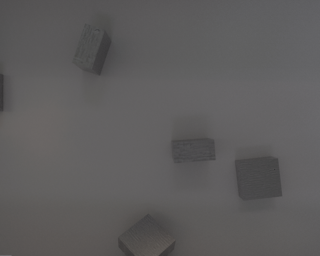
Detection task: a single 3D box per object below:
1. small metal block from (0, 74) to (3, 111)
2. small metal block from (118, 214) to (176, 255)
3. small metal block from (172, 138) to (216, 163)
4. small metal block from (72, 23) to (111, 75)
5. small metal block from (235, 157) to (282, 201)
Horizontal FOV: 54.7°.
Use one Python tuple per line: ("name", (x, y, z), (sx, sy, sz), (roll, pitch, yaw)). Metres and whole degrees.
("small metal block", (-0.239, -0.048, 0.409), (0.050, 0.025, 0.050), (0, 90, 0))
("small metal block", (-0.017, 0.145, 0.389), (0.050, 0.025, 0.050), (-31, 53, -33))
("small metal block", (0.041, 0.028, 0.399), (0.050, 0.050, 0.025), (-4, 90, 0))
("small metal block", (-0.086, -0.099, 0.398), (0.025, 0.050, 0.050), (19, 90, 0))
("small metal block", (0.130, 0.066, 0.412), (0.050, 0.025, 0.050), (-6, 90, 0))
